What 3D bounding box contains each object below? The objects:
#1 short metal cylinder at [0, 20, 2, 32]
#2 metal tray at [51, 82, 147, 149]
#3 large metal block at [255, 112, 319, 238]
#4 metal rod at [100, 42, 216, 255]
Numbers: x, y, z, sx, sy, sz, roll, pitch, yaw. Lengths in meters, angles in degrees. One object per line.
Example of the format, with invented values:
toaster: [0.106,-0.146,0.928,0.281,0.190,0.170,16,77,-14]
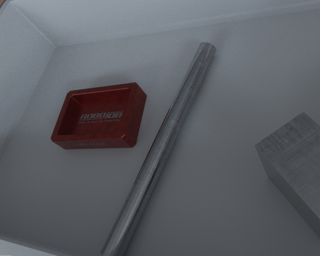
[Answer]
short metal cylinder: [-0.429,-0.241,0.741,0.080,0.080,0.050,-14,56,20]
metal tray: [-0.090,-0.016,0.457,0.130,0.030,0.090,-3,60,26]
large metal block: [0.135,0.045,0.271,0.050,0.080,0.080,-36,51,4]
metal rod: [0.006,0.015,0.391,0.025,0.025,0.300,13,68,33]
